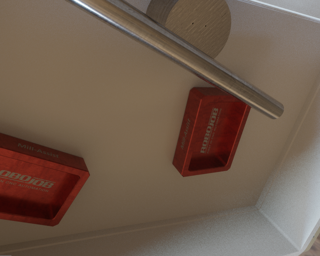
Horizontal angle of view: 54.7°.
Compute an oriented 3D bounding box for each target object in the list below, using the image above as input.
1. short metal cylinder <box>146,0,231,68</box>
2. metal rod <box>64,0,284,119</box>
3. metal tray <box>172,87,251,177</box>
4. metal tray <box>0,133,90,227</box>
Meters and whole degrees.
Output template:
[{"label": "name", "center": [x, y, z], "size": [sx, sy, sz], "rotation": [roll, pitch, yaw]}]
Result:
[{"label": "short metal cylinder", "center": [0.030, -0.113, 0.341], "size": [0.081, 0.050, 0.079], "rotation": [-14, 125, -21]}, {"label": "metal rod", "center": [0.043, -0.067, 0.327], "size": [0.302, 0.025, 0.025], "rotation": [21, 107, -37]}, {"label": "metal tray", "center": [0.076, 0.006, 0.452], "size": [0.091, 0.030, 0.129], "rotation": [-3, 120, -27]}, {"label": "metal tray", "center": [-0.160, 0.062, 0.356], "size": [0.131, 0.030, 0.090], "rotation": [25, 105, -37]}]
